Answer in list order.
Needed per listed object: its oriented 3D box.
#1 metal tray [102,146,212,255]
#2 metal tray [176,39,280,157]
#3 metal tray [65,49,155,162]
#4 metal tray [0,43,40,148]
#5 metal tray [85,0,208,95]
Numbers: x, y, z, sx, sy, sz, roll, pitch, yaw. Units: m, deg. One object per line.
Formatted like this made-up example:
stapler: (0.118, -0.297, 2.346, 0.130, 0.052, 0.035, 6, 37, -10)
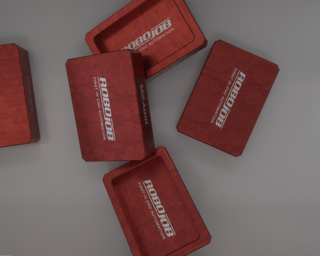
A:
metal tray: (-0.005, 0.099, 0.385, 0.090, 0.030, 0.130, -27, 68, 0)
metal tray: (0.087, -0.038, 0.409, 0.090, 0.030, 0.129, 24, 90, 0)
metal tray: (-0.061, -0.025, 0.382, 0.090, 0.030, 0.129, -4, 100, 22)
metal tray: (-0.216, -0.039, 0.407, 0.091, 0.030, 0.129, -8, 90, 0)
metal tray: (-0.018, -0.110, 0.389, 0.130, 0.030, 0.090, -29, 90, 17)
